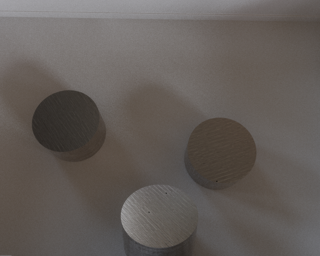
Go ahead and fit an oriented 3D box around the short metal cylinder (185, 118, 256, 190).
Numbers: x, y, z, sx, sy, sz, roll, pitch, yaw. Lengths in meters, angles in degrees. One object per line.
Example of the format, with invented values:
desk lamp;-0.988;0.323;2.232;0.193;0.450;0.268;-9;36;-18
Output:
short metal cylinder;0.072;0.033;0.385;0.081;0.050;0.080;0;70;0

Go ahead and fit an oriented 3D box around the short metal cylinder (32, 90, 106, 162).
short metal cylinder;-0.113;-0.001;0.395;0.081;0.050;0.080;0;70;0

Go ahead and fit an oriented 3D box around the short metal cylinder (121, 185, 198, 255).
short metal cylinder;-0.001;0.109;0.338;0.081;0.050;0.080;1;37;0
